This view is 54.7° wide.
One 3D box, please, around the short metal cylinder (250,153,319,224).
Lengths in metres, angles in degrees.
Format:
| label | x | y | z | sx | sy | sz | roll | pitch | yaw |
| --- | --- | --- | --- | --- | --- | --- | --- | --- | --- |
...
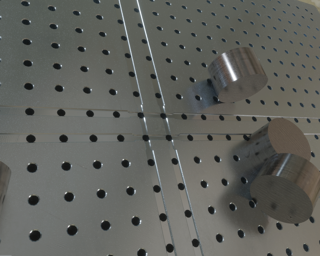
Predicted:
| label | x | y | z | sx | sy | sz | roll | pitch | yaw |
| --- | --- | --- | --- | --- | --- | --- | --- | --- | --- |
| short metal cylinder | 0.170 | 0.081 | 0.418 | 0.080 | 0.080 | 0.050 | 46 | 51 | 4 |

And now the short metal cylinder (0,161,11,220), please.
| label | x | y | z | sx | sy | sz | roll | pitch | yaw |
| --- | --- | --- | --- | --- | --- | --- | --- | --- | --- |
| short metal cylinder | -0.169 | 0.054 | 0.249 | 0.081 | 0.080 | 0.050 | 12 | 57 | -22 |

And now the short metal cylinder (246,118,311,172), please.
| label | x | y | z | sx | sy | sz | roll | pitch | yaw |
| --- | --- | --- | --- | --- | --- | --- | --- | --- | --- |
| short metal cylinder | 0.180 | 0.031 | 0.473 | 0.081 | 0.050 | 0.080 | 14 | 56 | -21 |

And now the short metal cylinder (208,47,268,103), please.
| label | x | y | z | sx | sy | sz | roll | pitch | yaw |
| --- | --- | --- | --- | --- | --- | --- | --- | --- | --- |
| short metal cylinder | 0.122 | -0.082 | 0.491 | 0.081 | 0.080 | 0.050 | -3 | 63 | -30 |
